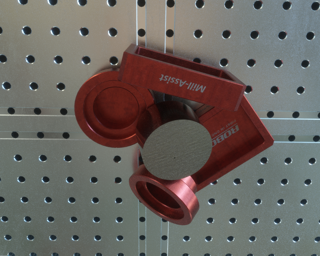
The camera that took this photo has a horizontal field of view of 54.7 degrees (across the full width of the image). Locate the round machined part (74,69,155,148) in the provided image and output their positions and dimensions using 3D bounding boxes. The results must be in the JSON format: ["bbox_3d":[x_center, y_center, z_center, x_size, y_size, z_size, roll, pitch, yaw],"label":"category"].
[{"bbox_3d":[-0.054,-0.027,0.394,0.099,0.042,0.097,0,110,-1],"label":"round machined part"}]

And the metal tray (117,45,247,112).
[{"bbox_3d":[0.023,-0.061,0.356,0.131,0.090,0.030,14,110,-6],"label":"metal tray"}]

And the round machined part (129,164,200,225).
[{"bbox_3d":[0.010,0.082,0.416,0.098,0.042,0.097,26,145,20],"label":"round machined part"}]

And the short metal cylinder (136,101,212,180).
[{"bbox_3d":[0.015,0.014,0.366,0.081,0.050,0.079,-6,120,-11],"label":"short metal cylinder"}]

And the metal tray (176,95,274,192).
[{"bbox_3d":[0.072,0.017,0.417,0.130,0.030,0.090,-35,107,11],"label":"metal tray"}]
